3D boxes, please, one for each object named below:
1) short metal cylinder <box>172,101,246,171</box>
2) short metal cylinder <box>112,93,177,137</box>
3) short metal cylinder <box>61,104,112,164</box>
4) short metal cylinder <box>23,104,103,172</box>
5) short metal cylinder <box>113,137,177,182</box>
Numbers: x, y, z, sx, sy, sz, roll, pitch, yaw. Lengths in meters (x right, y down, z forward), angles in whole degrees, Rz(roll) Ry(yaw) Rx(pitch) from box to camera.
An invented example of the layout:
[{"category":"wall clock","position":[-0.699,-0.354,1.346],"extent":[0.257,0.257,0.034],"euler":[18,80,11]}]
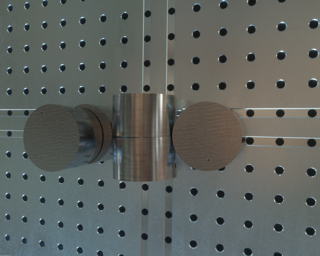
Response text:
[{"category":"short metal cylinder","position":[0.061,0.009,0.377],"extent":[0.080,0.050,0.079],"euler":[0,90,19]},{"category":"short metal cylinder","position":[-0.019,-0.015,0.390],"extent":[0.080,0.080,0.050],"euler":[1,91,20]},{"category":"short metal cylinder","position":[-0.090,0.008,0.431],"extent":[0.080,0.050,0.079],"euler":[0,90,19]},{"category":"short metal cylinder","position":[-0.120,0.011,0.387],"extent":[0.080,0.050,0.079],"euler":[0,90,20]},{"category":"short metal cylinder","position":[-0.019,0.036,0.390],"extent":[0.080,0.080,0.050],"euler":[-1,90,20]}]
